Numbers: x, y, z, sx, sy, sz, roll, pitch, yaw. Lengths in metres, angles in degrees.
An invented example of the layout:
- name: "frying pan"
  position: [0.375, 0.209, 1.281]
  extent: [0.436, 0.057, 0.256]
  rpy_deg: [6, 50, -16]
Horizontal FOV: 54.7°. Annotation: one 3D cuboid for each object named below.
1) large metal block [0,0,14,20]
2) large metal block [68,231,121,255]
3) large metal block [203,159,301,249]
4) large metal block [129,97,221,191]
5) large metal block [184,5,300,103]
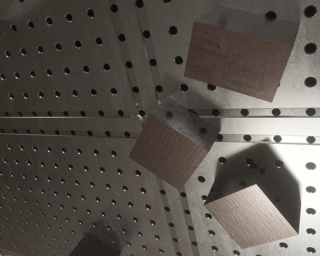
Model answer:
- name: "large metal block"
  position: [-0.236, -0.192, 0.398]
  extent: [0.080, 0.050, 0.080]
  rpy_deg: [-30, 102, 37]
- name: "large metal block"
  position: [-0.137, 0.269, 0.612]
  extent: [0.080, 0.080, 0.050]
  rpy_deg: [30, 128, 9]
- name: "large metal block"
  position: [0.117, 0.098, 0.394]
  extent: [0.080, 0.050, 0.080]
  rpy_deg: [-35, 99, 38]
- name: "large metal block"
  position: [0.017, 0.021, 0.397]
  extent: [0.080, 0.050, 0.079]
  rpy_deg: [33, 129, 6]
- name: "large metal block"
  position: [0.078, -0.073, 0.289]
  extent: [0.080, 0.080, 0.050]
  rpy_deg: [20, 126, 16]
